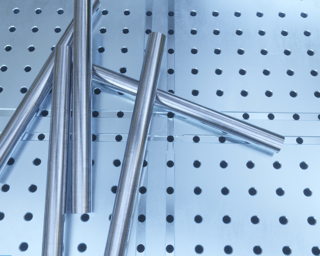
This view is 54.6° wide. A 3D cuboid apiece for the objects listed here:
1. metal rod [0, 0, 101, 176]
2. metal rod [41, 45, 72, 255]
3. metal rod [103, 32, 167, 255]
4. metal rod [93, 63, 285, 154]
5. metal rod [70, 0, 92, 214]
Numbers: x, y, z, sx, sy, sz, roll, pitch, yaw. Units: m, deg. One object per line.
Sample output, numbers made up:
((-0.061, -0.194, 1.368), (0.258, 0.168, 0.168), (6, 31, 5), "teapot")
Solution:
((-0.160, -0.068, 0.435), (0.025, 0.025, 0.300), (21, 71, 7), "metal rod")
((-0.126, 0.036, 0.386), (0.025, 0.025, 0.299), (-2, 74, -1), "metal rod")
((-0.029, 0.020, 0.386), (0.025, 0.025, 0.299), (10, 77, 3), "metal rod")
((0.019, -0.034, 0.424), (0.301, 0.025, 0.025), (22, 72, 7), "metal rod")
((-0.102, -0.043, 0.406), (0.025, 0.025, 0.299), (-2, 78, -1), "metal rod")
